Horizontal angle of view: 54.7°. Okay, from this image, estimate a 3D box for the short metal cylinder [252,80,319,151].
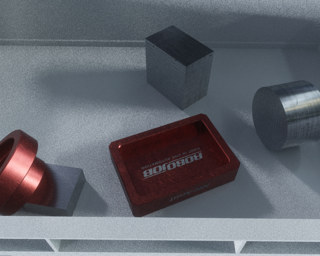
[{"bbox_3d":[0.157,-0.016,0.385,0.050,0.080,0.080,-11,51,-9],"label":"short metal cylinder"}]

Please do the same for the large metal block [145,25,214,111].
[{"bbox_3d":[0.025,-0.086,0.442,0.050,0.080,0.080,-33,58,-25],"label":"large metal block"}]

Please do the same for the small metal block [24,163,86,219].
[{"bbox_3d":[-0.117,0.069,0.345,0.050,0.025,0.050,8,50,6],"label":"small metal block"}]

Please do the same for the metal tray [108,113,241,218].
[{"bbox_3d":[0.015,0.039,0.368,0.131,0.030,0.090,-18,52,-15],"label":"metal tray"}]

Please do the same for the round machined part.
[{"bbox_3d":[-0.161,0.053,0.326,0.098,0.042,0.098,-31,35,25],"label":"round machined part"}]
